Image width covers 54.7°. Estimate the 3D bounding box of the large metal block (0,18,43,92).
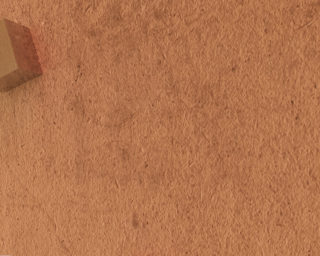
[{"bbox_3d":[-0.241,-0.109,0.481,0.080,0.050,0.080,-20,83,19],"label":"large metal block"}]
